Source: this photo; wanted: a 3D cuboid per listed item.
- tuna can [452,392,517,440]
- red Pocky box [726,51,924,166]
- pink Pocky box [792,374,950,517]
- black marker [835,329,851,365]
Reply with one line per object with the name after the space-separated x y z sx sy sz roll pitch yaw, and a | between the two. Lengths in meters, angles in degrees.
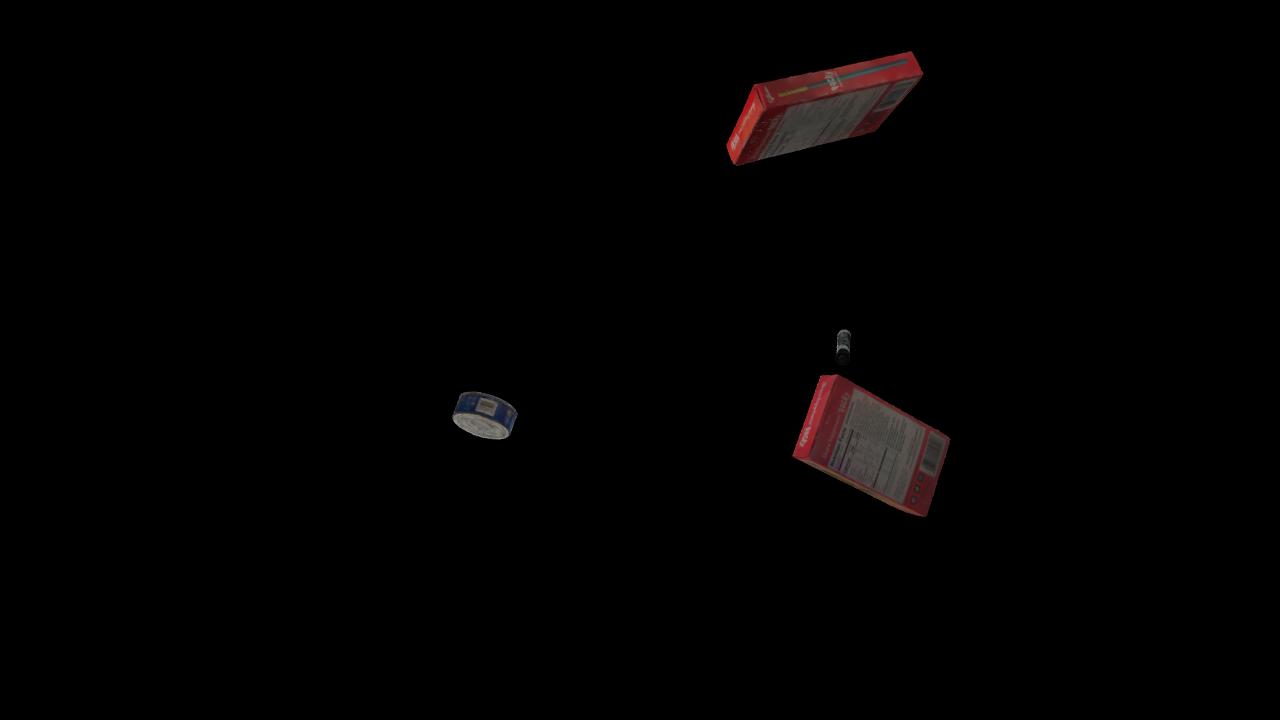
-0.215 0.078 0.851 0.084 0.034 0.084 10 -30 6 | tuna can
0.158 -0.219 0.537 0.155 0.028 0.083 -17 -10 -13 | red Pocky box
0.222 0.082 0.583 0.155 0.084 0.029 27 -12 -20 | pink Pocky box
0.288 -0.019 0.870 0.020 0.020 0.121 0 18 19 | black marker
